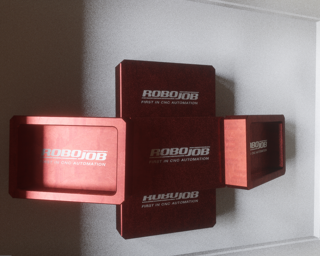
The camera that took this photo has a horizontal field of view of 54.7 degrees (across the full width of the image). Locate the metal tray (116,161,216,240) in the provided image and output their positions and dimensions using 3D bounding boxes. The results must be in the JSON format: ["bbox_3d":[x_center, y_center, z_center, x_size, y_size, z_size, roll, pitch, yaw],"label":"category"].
[{"bbox_3d":[0.009,0.090,0.408,0.131,0.030,0.089,-1,90,-21],"label":"metal tray"}]

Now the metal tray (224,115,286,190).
[{"bbox_3d":[0.133,0.027,0.422,0.131,0.030,0.089,-3,92,-49],"label":"metal tray"}]

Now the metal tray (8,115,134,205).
[{"bbox_3d":[-0.096,0.032,0.338,0.131,0.030,0.089,1,91,9],"label":"metal tray"}]

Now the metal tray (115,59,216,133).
[{"bbox_3d":[0.009,-0.039,0.408,0.131,0.030,0.089,-1,90,-21],"label":"metal tray"}]

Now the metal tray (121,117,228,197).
[{"bbox_3d":[0.019,0.032,0.381,0.131,0.030,0.089,-1,90,-21],"label":"metal tray"}]
